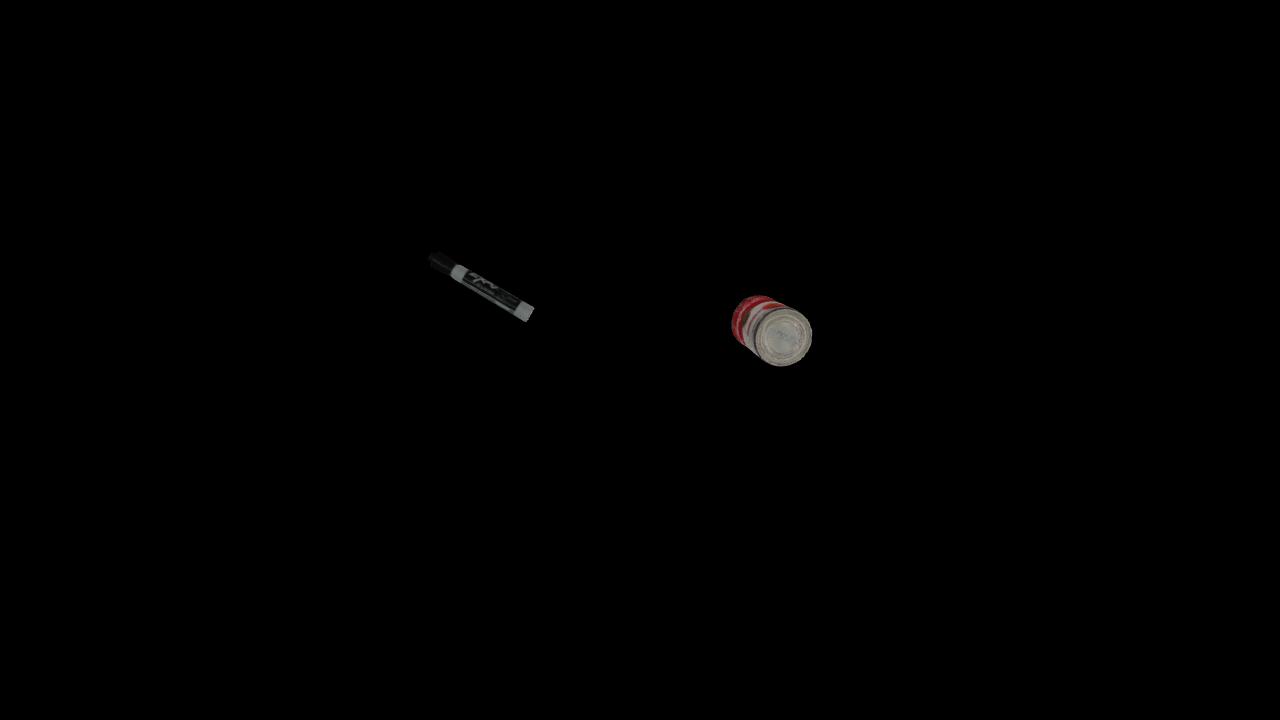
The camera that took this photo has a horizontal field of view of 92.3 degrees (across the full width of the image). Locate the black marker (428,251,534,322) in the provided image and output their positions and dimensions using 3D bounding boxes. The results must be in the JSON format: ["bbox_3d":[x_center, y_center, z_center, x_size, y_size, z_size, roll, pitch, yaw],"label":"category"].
[{"bbox_3d":[-0.170,-0.079,0.656,0.121,0.020,0.020,31,-4,-6],"label":"black marker"}]

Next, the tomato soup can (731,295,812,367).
[{"bbox_3d":[0.152,-0.035,0.717,0.068,0.068,0.101,0,14,-6],"label":"tomato soup can"}]
